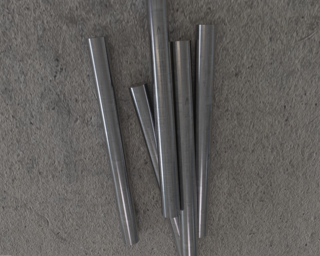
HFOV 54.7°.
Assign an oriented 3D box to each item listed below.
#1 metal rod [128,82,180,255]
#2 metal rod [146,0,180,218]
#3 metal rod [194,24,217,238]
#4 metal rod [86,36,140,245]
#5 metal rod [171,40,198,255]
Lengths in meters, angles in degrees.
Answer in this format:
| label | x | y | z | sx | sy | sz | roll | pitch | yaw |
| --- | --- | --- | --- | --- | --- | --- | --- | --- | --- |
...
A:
| label | x | y | z | sx | sy | sz | roll | pitch | yaw |
| --- | --- | --- | --- | --- | --- | --- | --- | --- | --- |
| metal rod | 0.009 | 0.081 | 0.439 | 0.025 | 0.025 | 0.298 | -14 | 110 | 5 |
| metal rod | 0.005 | -0.029 | 0.383 | 0.025 | 0.025 | 0.298 | -4 | 104 | 1 |
| metal rod | 0.057 | 0.018 | 0.416 | 0.025 | 0.025 | 0.298 | -1 | 110 | 0 |
| metal rod | -0.059 | 0.031 | 0.420 | 0.025 | 0.025 | 0.298 | -6 | 110 | 2 |
| metal rod | 0.034 | 0.039 | 0.411 | 0.025 | 0.025 | 0.298 | -3 | 105 | 1 |
